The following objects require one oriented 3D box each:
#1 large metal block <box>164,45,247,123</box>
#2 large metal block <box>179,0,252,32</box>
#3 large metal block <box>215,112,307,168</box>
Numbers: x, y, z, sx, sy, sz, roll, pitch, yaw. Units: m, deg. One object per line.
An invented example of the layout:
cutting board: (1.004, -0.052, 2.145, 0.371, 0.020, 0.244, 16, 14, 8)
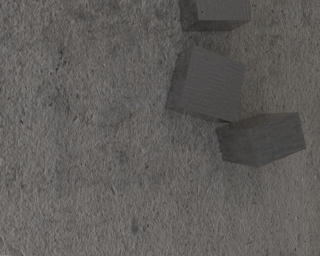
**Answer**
large metal block: (0.061, -0.055, 0.418, 0.081, 0.050, 0.080, 15, 85, -20)
large metal block: (0.072, -0.179, 0.422, 0.081, 0.050, 0.080, -7, 93, -20)
large metal block: (0.137, 0.014, 0.430, 0.081, 0.080, 0.050, -17, 96, -19)
